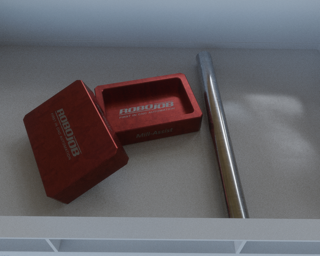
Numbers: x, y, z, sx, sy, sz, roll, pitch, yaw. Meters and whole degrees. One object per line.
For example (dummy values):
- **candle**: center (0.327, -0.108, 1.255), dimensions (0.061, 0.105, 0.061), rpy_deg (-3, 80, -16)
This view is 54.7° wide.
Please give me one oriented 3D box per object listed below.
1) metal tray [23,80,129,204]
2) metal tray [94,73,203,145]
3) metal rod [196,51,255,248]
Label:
- **metal tray**: center (-0.104, 0.012, 0.369), dimensions (0.090, 0.030, 0.130), rpy_deg (-34, 55, 1)
- **metal tray**: center (-0.018, -0.027, 0.424), dimensions (0.131, 0.030, 0.090), rpy_deg (-10, 51, -9)
- **metal rod**: center (0.076, 0.000, 0.405), dimensions (0.025, 0.025, 0.300), rpy_deg (-1, 50, -2)
